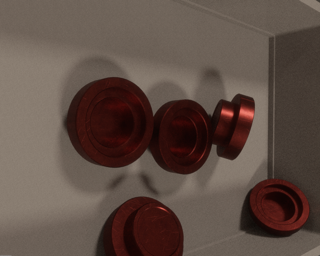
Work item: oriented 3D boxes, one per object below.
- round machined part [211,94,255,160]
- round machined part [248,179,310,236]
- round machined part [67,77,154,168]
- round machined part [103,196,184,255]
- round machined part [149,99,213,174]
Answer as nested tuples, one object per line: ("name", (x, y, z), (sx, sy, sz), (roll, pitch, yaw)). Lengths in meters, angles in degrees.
("round machined part", (0.100, -0.005, 0.459), (0.042, 0.098, 0.098), (17, 76, 0))
("round machined part", (0.206, 0.142, 0.546), (0.098, 0.098, 0.042), (-49, 151, -29))
("round machined part", (-0.058, -0.006, 0.348), (0.099, 0.042, 0.097), (0, 90, -40))
("round machined part", (-0.012, 0.126, 0.360), (0.099, 0.042, 0.098), (22, 47, -25))
("round machined part", (0.023, 0.011, 0.417), (0.099, 0.042, 0.097), (0, 90, -40))
